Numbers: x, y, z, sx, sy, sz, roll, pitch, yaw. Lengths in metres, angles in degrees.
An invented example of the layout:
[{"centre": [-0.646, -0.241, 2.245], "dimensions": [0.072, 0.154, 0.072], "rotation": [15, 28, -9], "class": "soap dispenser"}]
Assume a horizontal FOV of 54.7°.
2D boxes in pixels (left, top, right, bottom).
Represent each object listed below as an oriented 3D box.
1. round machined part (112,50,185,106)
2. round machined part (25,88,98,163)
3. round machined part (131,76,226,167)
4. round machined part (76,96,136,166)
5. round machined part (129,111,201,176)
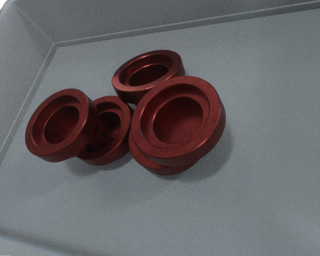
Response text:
[{"centre": [-0.013, -0.063, 0.426], "dimensions": [0.098, 0.042, 0.098], "rotation": [-13, 39, 12], "class": "round machined part"}, {"centre": [-0.122, 0.000, 0.403], "dimensions": [0.098, 0.042, 0.098], "rotation": [-13, 56, 21], "class": "round machined part"}, {"centre": [0.022, -0.004, 0.331], "dimensions": [0.098, 0.042, 0.098], "rotation": [-13, 56, 21], "class": "round machined part"}, {"centre": [-0.073, 0.007, 0.427], "dimensions": [0.098, 0.042, 0.098], "rotation": [-13, 56, 21], "class": "round machined part"}, {"centre": [0.015, 0.013, 0.378], "dimensions": [0.098, 0.042, 0.098], "rotation": [-13, 56, 21], "class": "round machined part"}]
